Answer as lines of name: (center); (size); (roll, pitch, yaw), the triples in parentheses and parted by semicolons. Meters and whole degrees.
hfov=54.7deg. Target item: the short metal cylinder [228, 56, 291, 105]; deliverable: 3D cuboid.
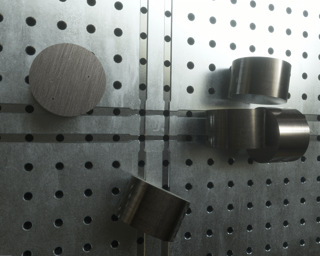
short metal cylinder: (0.139, -0.064, 0.436); (0.081, 0.080, 0.050); (9, 87, -20)

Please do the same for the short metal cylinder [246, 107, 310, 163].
short metal cylinder: (0.165, 0.010, 0.446); (0.050, 0.080, 0.079); (0, 90, -20)

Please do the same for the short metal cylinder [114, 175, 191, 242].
short metal cylinder: (-0.009, 0.098, 0.381); (0.080, 0.080, 0.050); (28, 81, -18)

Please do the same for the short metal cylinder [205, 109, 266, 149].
short metal cylinder: (0.102, 0.001, 0.423); (0.081, 0.080, 0.050); (0, 91, -20)

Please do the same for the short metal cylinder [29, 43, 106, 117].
short metal cylinder: (-0.108, -0.053, 0.360); (0.081, 0.050, 0.079); (0, 90, -20)
